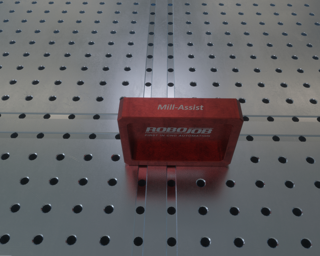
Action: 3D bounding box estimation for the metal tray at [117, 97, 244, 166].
[{"bbox_3d":[0.021,0.007,0.359,0.131,0.090,0.030,1,50,0],"label":"metal tray"}]
